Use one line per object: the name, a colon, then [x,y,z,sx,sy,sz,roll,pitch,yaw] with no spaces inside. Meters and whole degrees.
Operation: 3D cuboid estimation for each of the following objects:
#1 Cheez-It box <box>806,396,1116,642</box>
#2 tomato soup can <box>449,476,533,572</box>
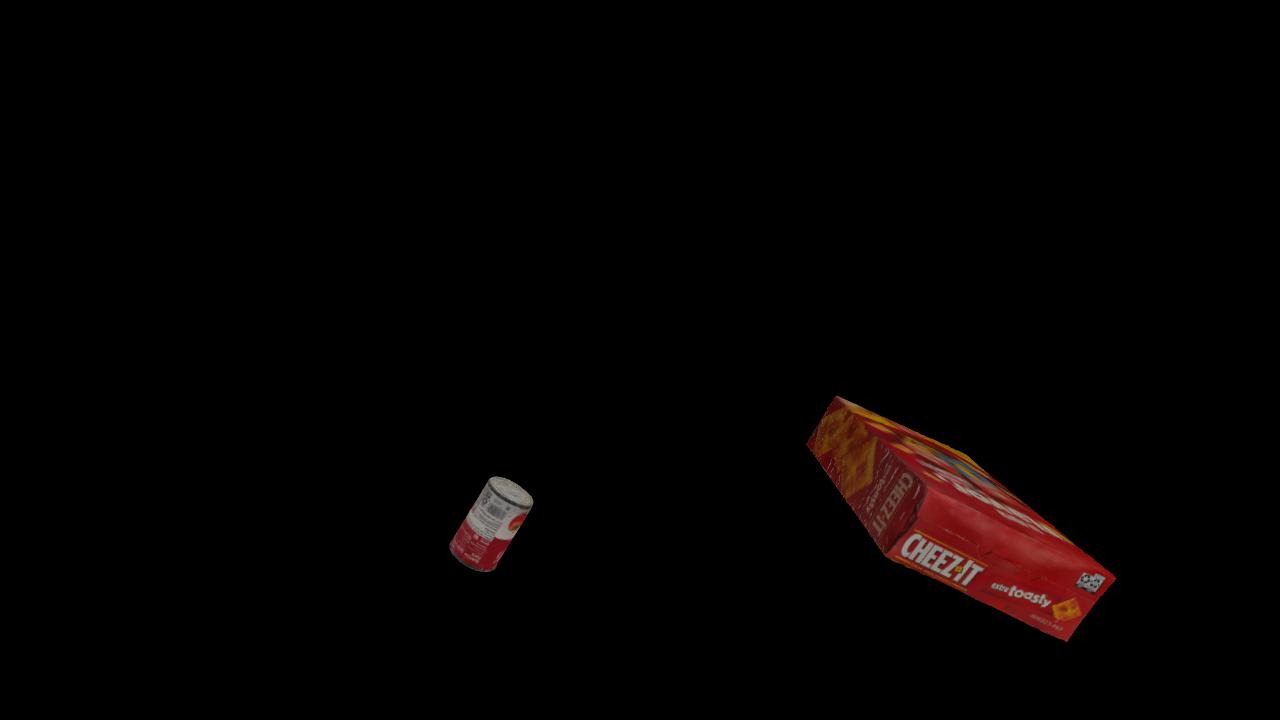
Cheez-It box: [0.261,0.122,0.546,0.166,0.071,0.223,25,13,-6]
tomato soup can: [-0.190,0.209,0.790,0.068,0.101,0.068,31,3,-2]
